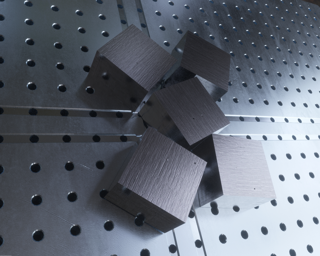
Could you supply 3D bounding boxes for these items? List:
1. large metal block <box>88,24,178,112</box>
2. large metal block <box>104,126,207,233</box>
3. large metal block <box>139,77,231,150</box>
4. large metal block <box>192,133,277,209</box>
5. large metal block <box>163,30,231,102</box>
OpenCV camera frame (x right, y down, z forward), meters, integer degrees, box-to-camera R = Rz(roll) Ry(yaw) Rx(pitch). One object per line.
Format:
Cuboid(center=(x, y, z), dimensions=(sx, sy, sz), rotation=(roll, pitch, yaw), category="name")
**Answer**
Cuboid(center=(-0.036, -0.082, 0.422), dimensions=(0.080, 0.050, 0.080), rotation=(39, 51, -1), category="large metal block")
Cuboid(center=(-0.003, 0.059, 0.352), dimensions=(0.080, 0.050, 0.080), rotation=(33, 51, -7), category="large metal block")
Cuboid(center=(0.033, -0.014, 0.417), dimensions=(0.081, 0.050, 0.080), rotation=(-25, 75, -37), category="large metal block")
Cuboid(center=(0.094, 0.059, 0.406), dimensions=(0.081, 0.050, 0.080), rotation=(9, 58, -24), category="large metal block")
Cuboid(center=(0.059, -0.089, 0.476), dimensions=(0.080, 0.050, 0.080), rotation=(25, 53, -16), category="large metal block")
